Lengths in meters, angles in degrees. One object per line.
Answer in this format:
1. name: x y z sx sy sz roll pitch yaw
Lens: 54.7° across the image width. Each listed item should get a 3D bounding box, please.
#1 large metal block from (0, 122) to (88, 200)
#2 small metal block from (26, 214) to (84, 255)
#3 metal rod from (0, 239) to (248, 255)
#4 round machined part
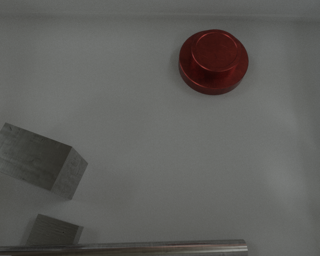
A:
1. large metal block: -0.140 0.042 0.363 0.080 0.080 0.050 19 71 6
2. small metal block: -0.124 0.132 0.360 0.050 0.025 0.050 15 71 5
3. metal rod: -0.053 0.139 0.338 0.302 0.025 0.025 1 70 -8
4. round machined part: 0.076 -0.099 0.438 0.099 0.042 0.098 0 70 -1
